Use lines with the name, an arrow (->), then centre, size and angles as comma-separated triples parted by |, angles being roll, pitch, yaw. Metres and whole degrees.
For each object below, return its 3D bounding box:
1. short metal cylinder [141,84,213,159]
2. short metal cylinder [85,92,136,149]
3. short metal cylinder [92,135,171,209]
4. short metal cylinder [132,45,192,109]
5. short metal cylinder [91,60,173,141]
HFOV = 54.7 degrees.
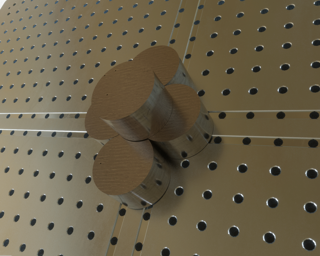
short metal cylinder -> 0.020, -0.008, 0.386 | 0.080, 0.050, 0.080 | -13, 56, 21
short metal cylinder -> -0.055, -0.008, 0.426 | 0.080, 0.050, 0.080 | -13, 56, 21
short metal cylinder -> -0.034, 0.052, 0.377 | 0.080, 0.050, 0.080 | -13, 54, 20
short metal cylinder -> -0.002, -0.068, 0.434 | 0.080, 0.050, 0.080 | -12, 57, 20
short metal cylinder -> -0.032, -0.032, 0.363 | 0.080, 0.050, 0.080 | -13, 56, 21
